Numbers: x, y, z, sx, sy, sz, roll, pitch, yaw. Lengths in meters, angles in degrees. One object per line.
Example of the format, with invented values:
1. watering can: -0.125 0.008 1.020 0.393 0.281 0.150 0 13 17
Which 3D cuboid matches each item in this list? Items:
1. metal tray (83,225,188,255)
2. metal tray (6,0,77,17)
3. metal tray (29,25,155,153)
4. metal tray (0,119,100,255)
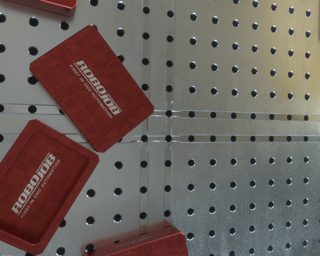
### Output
1. metal tray: -0.026 0.190 0.400 0.131 0.030 0.090 -10 94 -20
2. metal tray: -0.135 -0.207 0.359 0.091 0.030 0.129 9 87 -20
3. metal tray: -0.080 -0.046 0.380 0.090 0.030 0.130 -40 103 -16
4. metal tray: -0.143 0.066 0.357 0.090 0.030 0.130 34 79 -17
